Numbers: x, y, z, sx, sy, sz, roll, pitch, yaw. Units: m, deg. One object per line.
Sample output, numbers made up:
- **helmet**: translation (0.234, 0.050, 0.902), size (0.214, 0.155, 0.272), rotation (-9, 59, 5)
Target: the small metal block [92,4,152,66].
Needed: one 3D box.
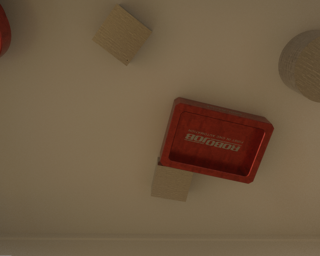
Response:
- **small metal block**: translation (-0.044, -0.111, 0.370), size (0.050, 0.025, 0.050), rotation (36, 106, -13)

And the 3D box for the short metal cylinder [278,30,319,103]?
- **short metal cylinder**: translation (0.192, -0.075, 0.373), size (0.081, 0.050, 0.079), rotation (0, 110, -1)

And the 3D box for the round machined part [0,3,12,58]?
- **round machined part**: translation (-0.213, -0.120, 0.344), size (0.099, 0.042, 0.097), rotation (5, 130, 6)

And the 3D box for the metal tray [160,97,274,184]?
- **metal tray**: translation (0.073, 0.018, 0.416), size (0.131, 0.030, 0.089), rotation (13, 110, -5)

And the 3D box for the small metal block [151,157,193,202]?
- **small metal block**: translation (0.017, 0.073, 0.439), size (0.050, 0.025, 0.050), rotation (10, 110, -4)
